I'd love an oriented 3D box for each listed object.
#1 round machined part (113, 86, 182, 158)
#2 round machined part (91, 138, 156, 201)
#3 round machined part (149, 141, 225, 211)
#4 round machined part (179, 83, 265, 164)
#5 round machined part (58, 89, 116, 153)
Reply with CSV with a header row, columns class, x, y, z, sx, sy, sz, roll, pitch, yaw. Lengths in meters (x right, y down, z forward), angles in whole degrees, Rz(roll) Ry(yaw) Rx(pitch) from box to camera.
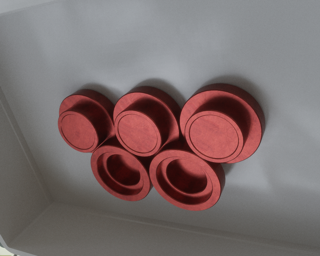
class,x,y,z,sx,sy,sz,roll,pitch,yaw
round machined part,-0.020,-0.002,0.404,0.098,0.042,0.097,13,123,21
round machined part,-0.049,0.056,0.456,0.098,0.042,0.097,13,124,21
round machined part,0.039,0.059,0.411,0.098,0.042,0.097,13,124,21
round machined part,0.068,0.001,0.359,0.098,0.042,0.097,13,123,21
round machined part,-0.107,-0.003,0.449,0.098,0.042,0.097,12,123,20
